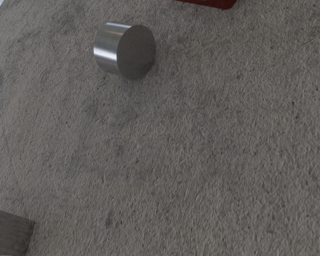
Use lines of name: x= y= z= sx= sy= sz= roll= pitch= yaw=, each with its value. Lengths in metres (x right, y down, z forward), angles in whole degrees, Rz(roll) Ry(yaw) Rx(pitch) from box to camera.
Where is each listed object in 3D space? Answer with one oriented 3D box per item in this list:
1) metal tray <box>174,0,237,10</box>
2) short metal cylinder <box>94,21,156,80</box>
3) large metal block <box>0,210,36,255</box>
metal tray: x=0.081 y=-0.247 z=0.510 sx=0.130 sy=0.030 sz=0.090 roll=29 pitch=77 yaw=37
short metal cylinder: x=-0.052 y=-0.117 z=0.468 sx=0.050 sy=0.080 sz=0.080 roll=22 pitch=74 yaw=36
large metal block: x=-0.229 y=0.138 z=0.404 sx=0.080 sy=0.080 sz=0.050 roll=-7 pitch=59 yaw=24
